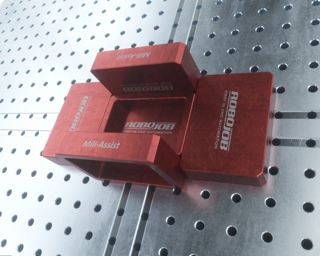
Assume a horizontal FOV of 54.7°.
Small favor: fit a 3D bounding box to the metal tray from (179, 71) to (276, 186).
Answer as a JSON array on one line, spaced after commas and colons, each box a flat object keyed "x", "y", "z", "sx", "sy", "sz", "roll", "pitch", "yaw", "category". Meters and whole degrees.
[{"x": 0.081, "y": -0.003, "z": 0.361, "sx": 0.090, "sy": 0.030, "sz": 0.130, "roll": 2, "pitch": 62, "yaw": 27, "category": "metal tray"}]

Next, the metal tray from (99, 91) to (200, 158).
[{"x": -0.017, "y": -0.001, "z": 0.410, "sx": 0.130, "sy": 0.030, "sz": 0.090, "roll": 1, "pitch": 62, "yaw": 28, "category": "metal tray"}]

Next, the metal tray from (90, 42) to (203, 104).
[{"x": -0.014, "y": -0.067, "z": 0.414, "sx": 0.130, "sy": 0.090, "sz": 0.030, "roll": 1, "pitch": 63, "yaw": 28, "category": "metal tray"}]

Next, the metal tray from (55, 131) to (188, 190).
[{"x": -0.044, "y": 0.038, "z": 0.363, "sx": 0.130, "sy": 0.090, "sz": 0.030, "roll": 1, "pitch": 63, "yaw": 28, "category": "metal tray"}]

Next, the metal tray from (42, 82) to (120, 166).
[{"x": -0.113, "y": -0.008, "z": 0.467, "sx": 0.090, "sy": 0.030, "sz": 0.130, "roll": 1, "pitch": 62, "yaw": 28, "category": "metal tray"}]
